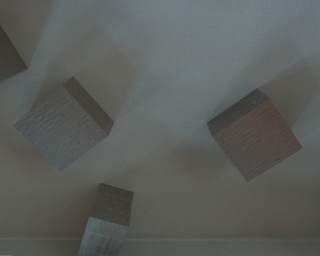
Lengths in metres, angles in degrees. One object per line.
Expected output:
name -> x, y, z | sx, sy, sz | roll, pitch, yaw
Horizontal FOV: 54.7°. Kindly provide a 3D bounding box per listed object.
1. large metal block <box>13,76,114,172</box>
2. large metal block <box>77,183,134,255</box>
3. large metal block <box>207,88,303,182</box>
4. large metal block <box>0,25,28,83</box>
large metal block -> -0.119, -0.006, 0.395 | 0.080, 0.050, 0.080 | -36, 106, 12
large metal block -> -0.075, 0.137, 0.432 | 0.050, 0.080, 0.079 | 17, 109, -6
large metal block -> 0.120, 0.009, 0.402 | 0.080, 0.050, 0.080 | -36, 107, 12
large metal block -> -0.208, -0.085, 0.349 | 0.050, 0.080, 0.080 | -25, 108, 9
